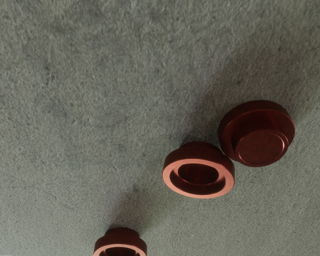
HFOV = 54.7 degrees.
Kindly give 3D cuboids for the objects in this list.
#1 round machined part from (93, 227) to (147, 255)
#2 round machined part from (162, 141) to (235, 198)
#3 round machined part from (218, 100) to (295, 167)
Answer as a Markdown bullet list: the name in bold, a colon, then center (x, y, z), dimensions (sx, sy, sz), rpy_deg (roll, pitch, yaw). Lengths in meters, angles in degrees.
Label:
- **round machined part**: center (-0.074, 0.225, 0.587), dimensions (0.099, 0.042, 0.097), rpy_deg (-1, 130, 0)
- **round machined part**: center (0.055, 0.056, 0.436), dimensions (0.099, 0.042, 0.097), rpy_deg (7, 138, 6)
- **round machined part**: center (0.129, 0.015, 0.411), dimensions (0.099, 0.042, 0.097), rpy_deg (-1, 130, 0)
